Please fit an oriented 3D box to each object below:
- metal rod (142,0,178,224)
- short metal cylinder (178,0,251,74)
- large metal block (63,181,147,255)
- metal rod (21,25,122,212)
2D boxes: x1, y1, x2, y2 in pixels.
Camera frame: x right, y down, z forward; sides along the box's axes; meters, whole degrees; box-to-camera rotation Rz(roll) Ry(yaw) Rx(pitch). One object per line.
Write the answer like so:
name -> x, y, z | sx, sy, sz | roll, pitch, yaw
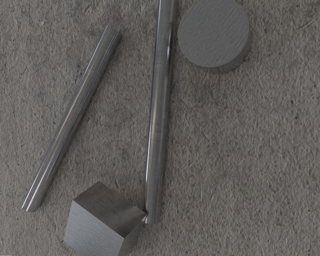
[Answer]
metal rod -> -0.001, -0.025, 0.409 | 0.025, 0.025, 0.298 | 5, 92, 20
short metal cylinder -> 0.067, -0.108, 0.372 | 0.080, 0.050, 0.079 | 0, 90, 20
large metal block -> -0.074, 0.131, 0.408 | 0.080, 0.050, 0.079 | 31, 122, 17
metal rod -> -0.133, -0.007, 0.455 | 0.025, 0.025, 0.299 | 31, 100, 17
